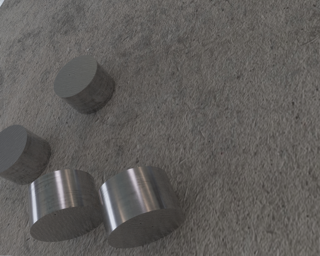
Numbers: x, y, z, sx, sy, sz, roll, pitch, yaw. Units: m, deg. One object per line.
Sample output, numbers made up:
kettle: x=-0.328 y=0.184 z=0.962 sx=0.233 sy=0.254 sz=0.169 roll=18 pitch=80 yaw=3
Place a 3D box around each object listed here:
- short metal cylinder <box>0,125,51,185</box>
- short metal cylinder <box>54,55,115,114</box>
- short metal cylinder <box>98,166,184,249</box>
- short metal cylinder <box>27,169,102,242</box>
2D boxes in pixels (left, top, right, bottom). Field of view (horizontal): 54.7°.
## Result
short metal cylinder: x=-0.218 y=0.042 z=0.477 sx=0.080 sy=0.050 sz=0.080 roll=-13 pitch=56 yaw=21
short metal cylinder: x=-0.120 y=-0.069 z=0.493 sx=0.080 sy=0.050 sz=0.080 roll=-13 pitch=56 yaw=21
short metal cylinder: x=-0.021 y=0.085 z=0.328 sx=0.080 sy=0.080 sz=0.050 roll=-31 pitch=52 yaw=8
short metal cylinder: x=-0.114 y=0.094 z=0.371 sx=0.080 sy=0.080 sz=0.050 roll=-31 pitch=52 yaw=8
